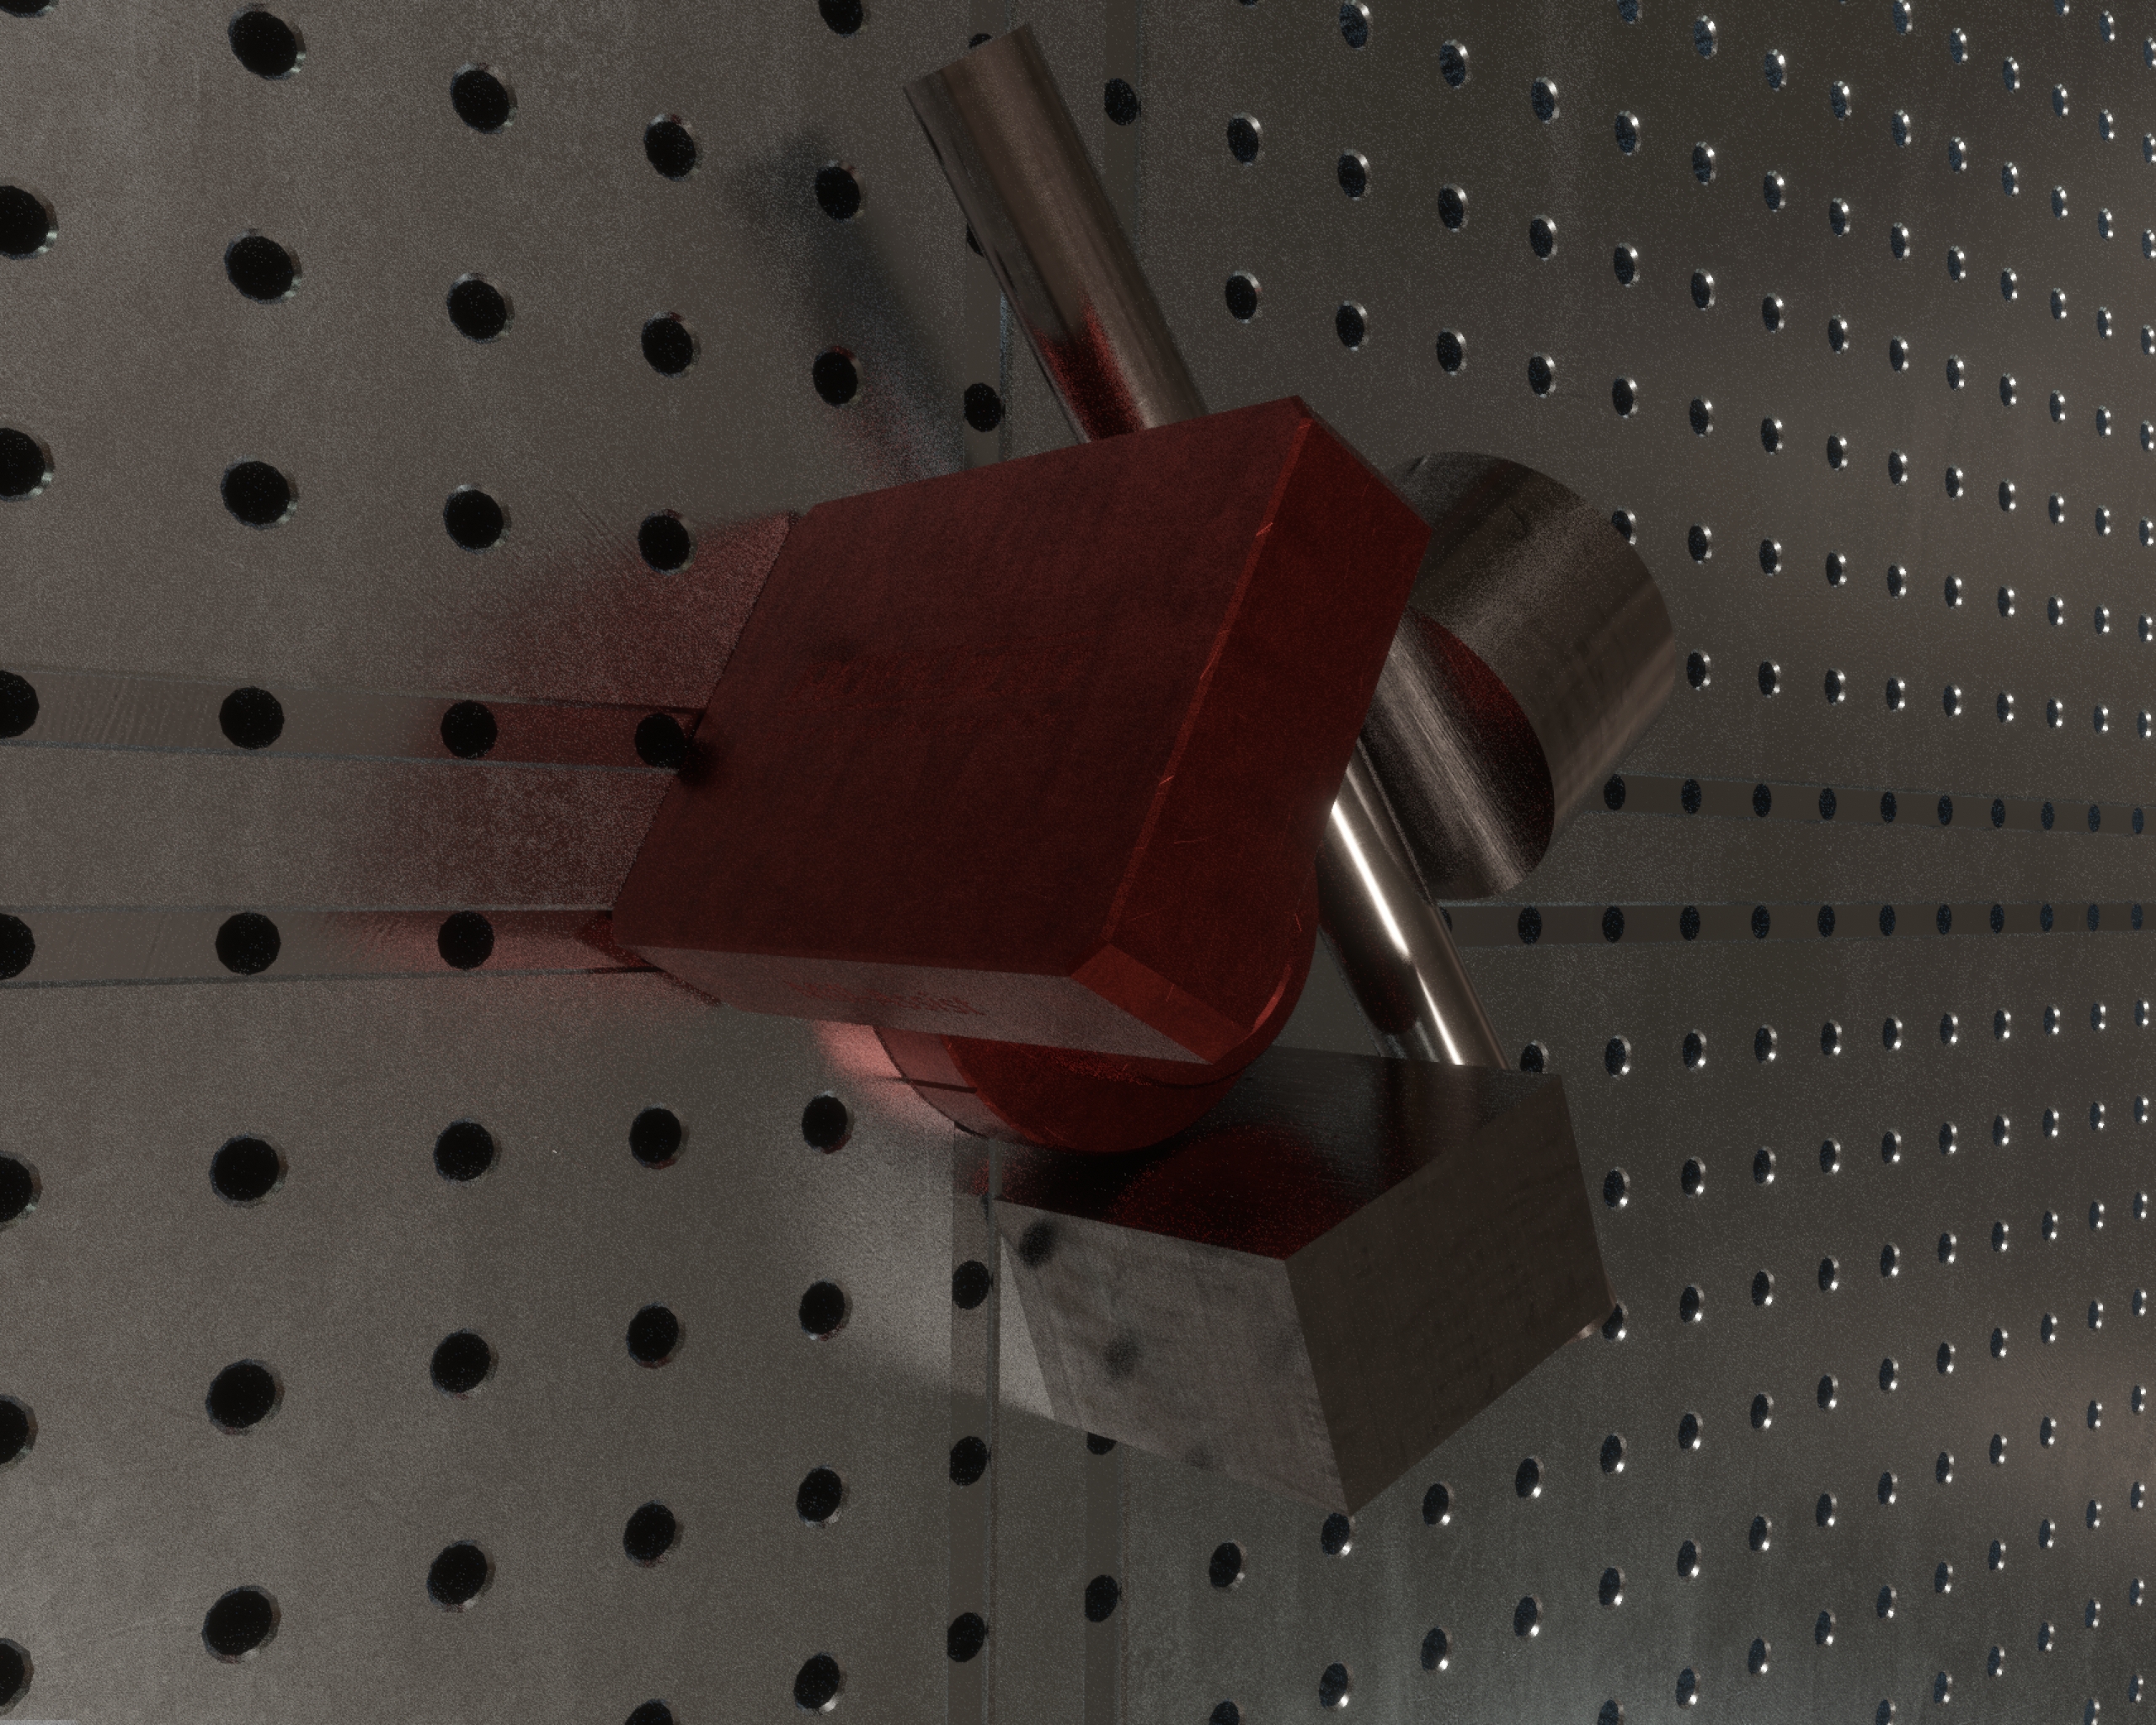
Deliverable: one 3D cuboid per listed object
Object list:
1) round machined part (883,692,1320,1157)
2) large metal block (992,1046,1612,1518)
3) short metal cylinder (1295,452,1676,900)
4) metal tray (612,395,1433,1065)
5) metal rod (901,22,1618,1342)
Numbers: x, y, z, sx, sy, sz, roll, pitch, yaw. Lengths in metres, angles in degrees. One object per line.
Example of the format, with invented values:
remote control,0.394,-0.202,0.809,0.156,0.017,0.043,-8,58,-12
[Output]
round machined part,0.009,0.009,0.407,0.099,0.042,0.097,0,90,-40
large metal block,0.044,0.077,0.413,0.081,0.080,0.050,-25,106,-38
short metal cylinder,0.077,-0.039,0.439,0.050,0.080,0.080,-45,117,-31
metal tray,-0.014,-0.019,0.331,0.030,0.130,0.090,34,69,-35
metal rod,0.046,-0.020,0.422,0.025,0.025,0.299,-43,116,-32
